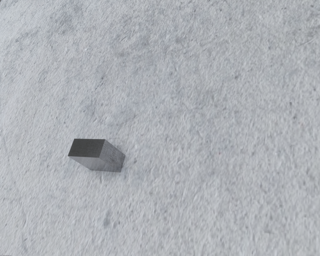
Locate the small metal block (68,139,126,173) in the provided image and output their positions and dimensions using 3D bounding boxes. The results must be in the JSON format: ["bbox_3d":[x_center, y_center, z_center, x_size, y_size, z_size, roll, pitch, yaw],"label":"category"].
[{"bbox_3d":[-0.082,0.036,0.407,0.050,0.050,0.025,0,62,28],"label":"small metal block"}]
